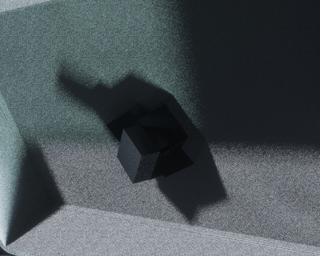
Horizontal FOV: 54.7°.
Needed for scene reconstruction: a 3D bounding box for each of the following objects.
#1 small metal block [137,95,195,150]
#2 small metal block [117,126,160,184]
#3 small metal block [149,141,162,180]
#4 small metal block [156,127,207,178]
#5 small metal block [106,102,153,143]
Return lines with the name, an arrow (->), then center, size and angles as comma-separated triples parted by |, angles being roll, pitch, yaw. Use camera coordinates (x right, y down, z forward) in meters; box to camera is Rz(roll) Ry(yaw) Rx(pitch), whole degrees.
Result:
small metal block -> 0.008, -0.006, 0.398 | 0.050, 0.025, 0.050 | -28, 104, 37
small metal block -> -0.029, 0.033, 0.393 | 0.050, 0.025, 0.050 | 52, 138, 37
small metal block -> -0.008, 0.040, 0.434 | 0.050, 0.025, 0.050 | -28, 104, 37
small metal block -> 0.026, 0.031, 0.395 | 0.050, 0.050, 0.025 | -32, 101, 37
small metal block -> -0.037, 0.001, 0.425 | 0.050, 0.025, 0.050 | -28, 104, 37
